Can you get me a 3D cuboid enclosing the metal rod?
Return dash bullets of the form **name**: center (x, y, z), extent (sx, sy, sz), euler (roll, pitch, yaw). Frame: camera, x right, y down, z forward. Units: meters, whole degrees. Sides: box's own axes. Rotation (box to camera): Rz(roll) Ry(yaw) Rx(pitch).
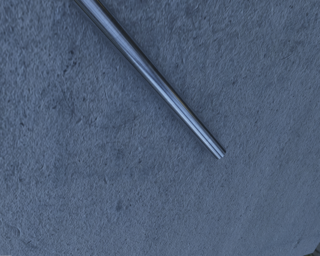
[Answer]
- **metal rod**: center (0.008, -0.044, 0.382), extent (0.025, 0.025, 0.300), euler (-44, 129, 2)
